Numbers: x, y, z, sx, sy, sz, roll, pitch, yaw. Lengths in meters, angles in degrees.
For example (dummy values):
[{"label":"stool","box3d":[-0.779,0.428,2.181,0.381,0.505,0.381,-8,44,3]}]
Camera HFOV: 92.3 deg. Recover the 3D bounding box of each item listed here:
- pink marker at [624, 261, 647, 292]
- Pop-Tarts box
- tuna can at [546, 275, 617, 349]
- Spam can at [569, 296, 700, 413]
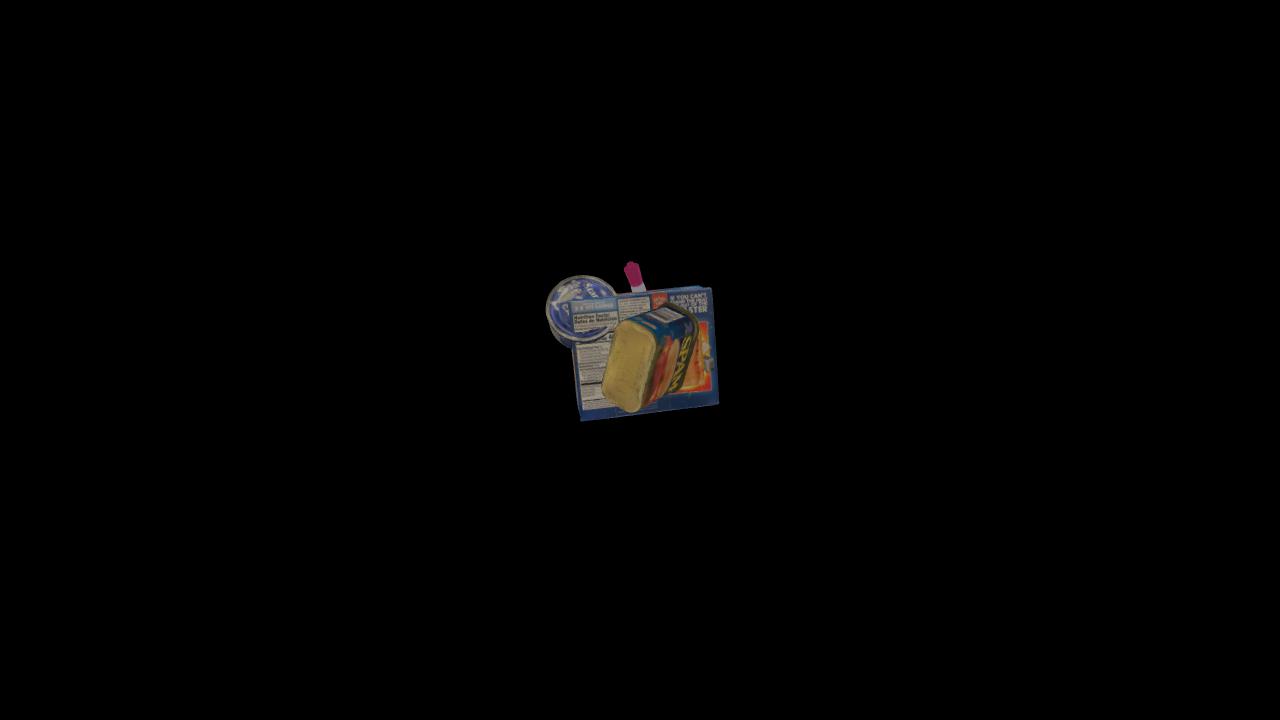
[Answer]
[{"label":"pink marker","box3d":[0.005,-0.068,0.752,0.020,0.121,0.020,-12,39,10]},{"label":"Pop-Tarts box","box3d":[0.002,-0.012,0.739,0.167,0.141,0.083,-7,10,-9]},{"label":"tuna can","box3d":[-0.065,-0.054,0.708,0.084,0.084,0.034,0,-22,-1]},{"label":"Spam can","box3d":[0.010,-0.003,0.653,0.058,0.101,0.085,28,28,26]}]
